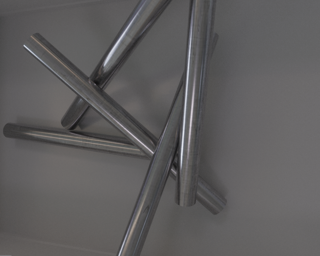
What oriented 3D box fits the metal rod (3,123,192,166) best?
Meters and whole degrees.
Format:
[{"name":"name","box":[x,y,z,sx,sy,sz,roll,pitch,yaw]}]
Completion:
[{"name":"metal rod","box":[-0.100,0.020,0.445,0.301,0.025,0.025,7,92,19]}]

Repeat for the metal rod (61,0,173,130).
[{"name":"metal rod","box":[-0.053,-0.079,0.358,0.299,0.025,0.025,-41,76,43]}]

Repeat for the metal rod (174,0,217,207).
[{"name":"metal rod","box":[0.037,-0.055,0.312,0.025,0.025,0.298,10,111,19]}]

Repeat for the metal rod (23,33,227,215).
[{"name":"metal rod","box":[-0.037,-0.001,0.373,0.300,0.025,0.025,42,104,-5]}]

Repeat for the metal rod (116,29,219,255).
[{"name":"metal rod","box":[0.005,0.031,0.351,0.025,0.025,0.299,19,87,19]}]
